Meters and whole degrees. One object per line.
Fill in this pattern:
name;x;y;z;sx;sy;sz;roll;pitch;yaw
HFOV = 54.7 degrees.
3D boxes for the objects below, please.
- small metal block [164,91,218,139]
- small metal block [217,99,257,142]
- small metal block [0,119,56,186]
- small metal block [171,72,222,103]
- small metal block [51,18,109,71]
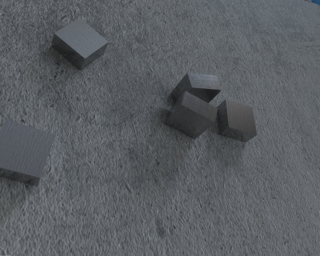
small metal block;0.042;-0.016;0.420;0.050;0.050;0.025;27;52;-11
small metal block;0.116;-0.011;0.473;0.050;0.025;0.050;15;56;-20
small metal block;-0.140;0.025;0.313;0.050;0.025;0.050;19;54;-17
small metal block;0.052;-0.053;0.448;0.050;0.050;0.025;0;62;-28
small metal block;-0.107;-0.113;0.415;0.050;0.025;0.050;40;51;-1
